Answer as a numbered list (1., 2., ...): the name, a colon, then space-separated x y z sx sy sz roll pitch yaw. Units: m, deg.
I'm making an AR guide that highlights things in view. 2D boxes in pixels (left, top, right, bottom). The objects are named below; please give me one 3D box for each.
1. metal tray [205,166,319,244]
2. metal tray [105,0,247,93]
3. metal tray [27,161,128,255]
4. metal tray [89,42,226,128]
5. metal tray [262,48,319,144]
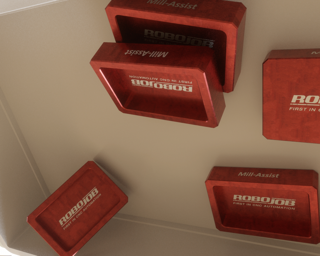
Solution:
1. metal tray: 0.131 0.096 0.395 0.130 0.030 0.089 -2 118 29
2. metal tray: 0.017 -0.088 0.319 0.130 0.030 0.090 15 150 19
3. metal tray: -0.126 0.126 0.488 0.090 0.130 0.030 46 168 1
4. metal tray: -0.001 -0.047 0.338 0.130 0.030 0.090 10 148 27
5. metal tray: 0.169 -0.029 0.298 0.130 0.030 0.089 5 121 25
